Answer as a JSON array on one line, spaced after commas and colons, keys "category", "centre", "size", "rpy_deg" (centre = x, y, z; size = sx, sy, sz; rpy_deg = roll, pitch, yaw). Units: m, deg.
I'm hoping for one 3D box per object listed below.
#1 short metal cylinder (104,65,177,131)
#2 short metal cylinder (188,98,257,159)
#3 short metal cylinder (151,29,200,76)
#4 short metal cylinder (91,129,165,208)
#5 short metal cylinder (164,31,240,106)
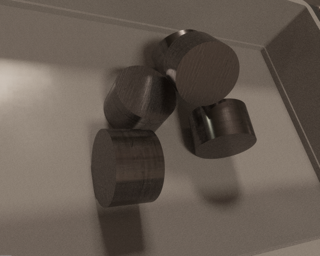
[{"category": "short metal cylinder", "centre": [-0.026, -0.033, 0.397], "size": [0.081, 0.050, 0.080], "rpy_deg": [14, 56, -21]}, {"category": "short metal cylinder", "centre": [0.082, 0.003, 0.415], "size": [0.081, 0.080, 0.050], "rpy_deg": [5, 60, -26]}, {"category": "short metal cylinder", "centre": [0.034, -0.096, 0.449], "size": [0.081, 0.080, 0.050], "rpy_deg": [-10, 67, -33]}, {"category": "short metal cylinder", "centre": [-0.036, 0.041, 0.327], "size": [0.050, 0.080, 0.080], "rpy_deg": [1, 62, -28]}, {"category": "short metal cylinder", "centre": [0.050, -0.074, 0.384], "size": [0.081, 0.079, 0.050], "rpy_deg": [11, 25, -23]}]
